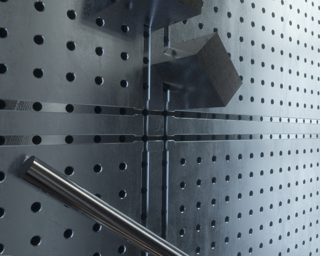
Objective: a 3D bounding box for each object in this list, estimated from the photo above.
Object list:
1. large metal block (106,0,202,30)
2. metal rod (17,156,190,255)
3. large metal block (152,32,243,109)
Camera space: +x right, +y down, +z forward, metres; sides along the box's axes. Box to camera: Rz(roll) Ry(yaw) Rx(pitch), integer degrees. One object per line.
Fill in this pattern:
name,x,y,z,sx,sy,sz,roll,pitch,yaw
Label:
large metal block,-0.006,-0.164,0.370,0.081,0.080,0.050,10,84,-40
metal rod,-0.037,0.125,0.379,0.300,0.025,0.025,43,64,-32
large metal block,0.051,-0.073,0.418,0.050,0.080,0.080,-50,120,-28
